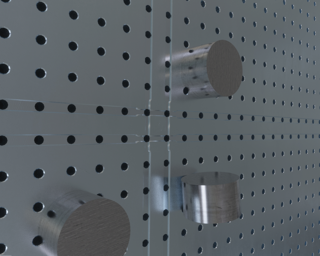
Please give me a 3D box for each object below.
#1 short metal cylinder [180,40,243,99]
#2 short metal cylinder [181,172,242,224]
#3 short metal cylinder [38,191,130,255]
[{"bbox_3d":[0.077,-0.084,0.456,0.081,0.050,0.079,0,91,-40],"label":"short metal cylinder"},{"bbox_3d":[0.071,0.094,0.433,0.081,0.080,0.050,-7,95,-40],"label":"short metal cylinder"},{"bbox_3d":[-0.079,0.110,0.327,0.081,0.050,0.079,0,90,-40],"label":"short metal cylinder"}]
